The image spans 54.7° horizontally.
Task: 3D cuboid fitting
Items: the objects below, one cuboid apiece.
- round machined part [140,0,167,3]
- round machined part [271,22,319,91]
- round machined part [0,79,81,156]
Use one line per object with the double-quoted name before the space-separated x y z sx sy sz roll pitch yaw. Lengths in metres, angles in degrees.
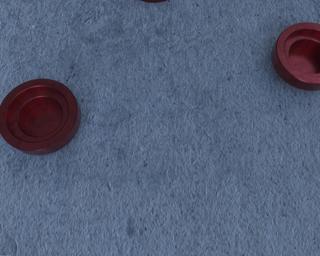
"round machined part" -0.010 -0.252 0.491 0.099 0.042 0.098 0 70 0
"round machined part" 0.206 -0.095 0.435 0.099 0.042 0.098 0 70 0
"round machined part" -0.152 -0.011 0.402 0.099 0.042 0.098 0 70 0
